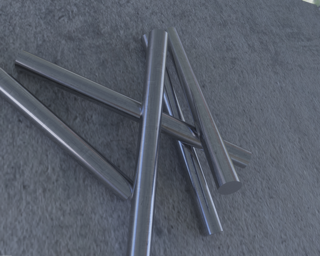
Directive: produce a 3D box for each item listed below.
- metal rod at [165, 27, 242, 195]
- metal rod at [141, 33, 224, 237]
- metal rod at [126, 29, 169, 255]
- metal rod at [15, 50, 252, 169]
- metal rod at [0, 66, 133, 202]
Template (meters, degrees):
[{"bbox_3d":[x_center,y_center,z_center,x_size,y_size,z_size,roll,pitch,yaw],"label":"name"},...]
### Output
[{"bbox_3d":[0.044,-0.048,0.410,0.025,0.025,0.300,10,43,-24],"label":"metal rod"},{"bbox_3d":[0.023,-0.007,0.422,0.025,0.025,0.299,-3,63,-30],"label":"metal rod"},{"bbox_3d":[-0.013,0.024,0.341,0.025,0.025,0.299,13,69,-22],"label":"metal rod"},{"bbox_3d":[-0.027,-0.020,0.380,0.301,0.025,0.025,24,53,-6],"label":"metal rod"},{"bbox_3d":[-0.146,-0.026,0.341,0.300,0.025,0.025,41,51,-1],"label":"metal rod"}]
